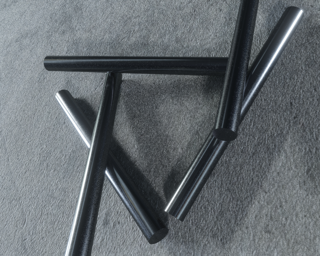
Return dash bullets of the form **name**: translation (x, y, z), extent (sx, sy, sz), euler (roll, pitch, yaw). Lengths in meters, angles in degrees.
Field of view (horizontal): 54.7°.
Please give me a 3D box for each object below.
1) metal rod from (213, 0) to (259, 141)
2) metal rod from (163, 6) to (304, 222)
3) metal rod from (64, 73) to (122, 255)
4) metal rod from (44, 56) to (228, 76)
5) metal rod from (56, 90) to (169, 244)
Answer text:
- **metal rod**: translation (0.106, -0.116, 0.397), extent (0.025, 0.025, 0.300), euler (0, 55, 28)
- **metal rod**: translation (0.094, -0.027, 0.370), extent (0.025, 0.025, 0.300), euler (24, 74, 36)
- **metal rod**: translation (-0.077, 0.028, 0.392), extent (0.025, 0.025, 0.300), euler (-16, 45, 19)
- **metal rod**: translation (-0.043, -0.093, 0.456), extent (0.301, 0.025, 0.025), euler (6, 64, 21)
- **metal rod**: translation (-0.082, 0.031, 0.425), extent (0.025, 0.025, 0.300), euler (-43, 51, -1)
